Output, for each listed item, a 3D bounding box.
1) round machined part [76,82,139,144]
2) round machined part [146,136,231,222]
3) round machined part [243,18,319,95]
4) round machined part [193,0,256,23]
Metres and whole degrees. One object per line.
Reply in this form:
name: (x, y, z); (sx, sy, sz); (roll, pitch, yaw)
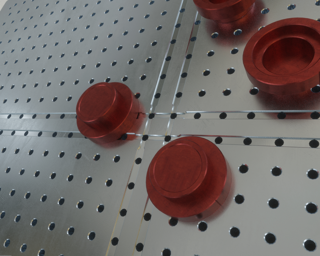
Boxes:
round machined part: (-0.084, -0.029, 0.461); (0.098, 0.042, 0.098); (-13, 56, 21)
round machined part: (0.027, 0.052, 0.352); (0.098, 0.042, 0.098); (-13, 56, 21)
round machined part: (0.152, -0.079, 0.367); (0.098, 0.042, 0.098); (-13, 56, 21)
round machined part: (0.102, -0.198, 0.466); (0.098, 0.042, 0.098); (-13, 56, 21)
